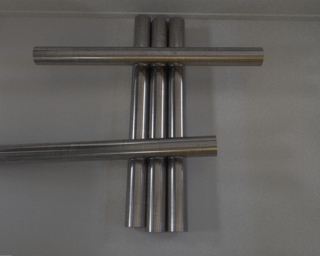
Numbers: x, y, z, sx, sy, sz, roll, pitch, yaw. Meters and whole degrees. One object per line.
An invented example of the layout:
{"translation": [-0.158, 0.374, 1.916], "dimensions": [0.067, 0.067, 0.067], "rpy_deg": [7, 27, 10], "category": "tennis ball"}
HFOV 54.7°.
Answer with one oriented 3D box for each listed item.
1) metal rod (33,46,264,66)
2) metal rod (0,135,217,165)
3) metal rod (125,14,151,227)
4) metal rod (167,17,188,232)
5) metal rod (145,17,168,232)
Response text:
{"translation": [-0.015, -0.096, 0.417], "dimensions": [0.302, 0.025, 0.025], "rpy_deg": [0, 70, 0], "category": "metal rod"}
{"translation": [-0.084, 0.028, 0.378], "dimensions": [0.302, 0.025, 0.025], "rpy_deg": [-3, 70, 6], "category": "metal rod"}
{"translation": [-0.027, -0.023, 0.417], "dimensions": [0.025, 0.025, 0.299], "rpy_deg": [1, 70, 0], "category": "metal rod"}
{"translation": [0.023, -0.019, 0.415], "dimensions": [0.025, 0.025, 0.299], "rpy_deg": [1, 70, 0], "category": "metal rod"}
{"translation": [-0.003, -0.018, 0.415], "dimensions": [0.025, 0.025, 0.299], "rpy_deg": [1, 70, 0], "category": "metal rod"}
